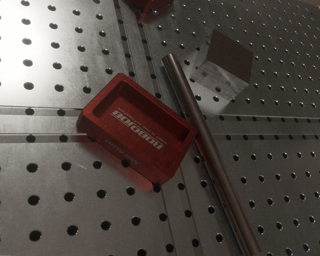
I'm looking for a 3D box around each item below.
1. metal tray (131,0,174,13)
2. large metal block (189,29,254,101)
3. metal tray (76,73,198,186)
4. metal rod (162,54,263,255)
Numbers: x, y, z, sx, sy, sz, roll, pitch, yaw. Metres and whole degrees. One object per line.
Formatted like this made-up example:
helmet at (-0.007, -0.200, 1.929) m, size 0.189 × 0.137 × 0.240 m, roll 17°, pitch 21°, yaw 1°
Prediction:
metal tray at (-0.038, -0.271, 0.551) m, size 0.130 × 0.030 × 0.091 m, roll 46°, pitch 51°, yaw 4°
large metal block at (0.103, -0.104, 0.514) m, size 0.080 × 0.050 × 0.080 m, roll 27°, pitch 52°, yaw -12°
metal tray at (-0.025, -0.001, 0.392) m, size 0.130 × 0.030 × 0.090 m, roll 37°, pitch 51°, yaw -4°
metal rod at (0.064, 0.023, 0.430) m, size 0.025 × 0.025 × 0.299 m, roll -7°, pitch 66°, yaw -32°
